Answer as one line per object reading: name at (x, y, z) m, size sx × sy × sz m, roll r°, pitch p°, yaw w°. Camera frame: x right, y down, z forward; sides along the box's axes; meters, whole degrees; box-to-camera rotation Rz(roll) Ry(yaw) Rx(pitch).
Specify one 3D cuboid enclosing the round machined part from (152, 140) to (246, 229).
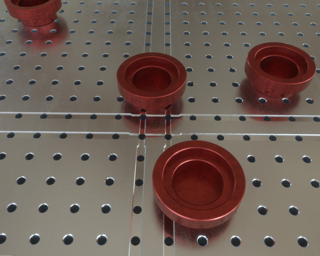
round machined part at (0.041, 0.064, 0.343) m, size 0.099 × 0.042 × 0.098 m, roll 0°, pitch 50°, yaw 0°

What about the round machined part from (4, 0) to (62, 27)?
round machined part at (-0.236, -0.229, 0.586) m, size 0.099 × 0.042 × 0.098 m, roll 0°, pitch 50°, yaw 0°

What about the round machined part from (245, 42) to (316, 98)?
round machined part at (0.178, -0.084, 0.470) m, size 0.099 × 0.042 × 0.098 m, roll 0°, pitch 50°, yaw 0°

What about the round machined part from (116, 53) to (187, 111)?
round machined part at (-0.012, -0.063, 0.450) m, size 0.099 × 0.042 × 0.098 m, roll 0°, pitch 50°, yaw 0°
